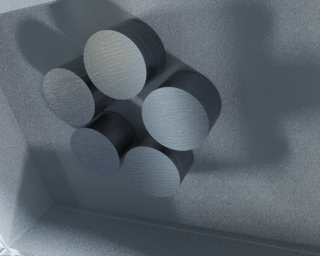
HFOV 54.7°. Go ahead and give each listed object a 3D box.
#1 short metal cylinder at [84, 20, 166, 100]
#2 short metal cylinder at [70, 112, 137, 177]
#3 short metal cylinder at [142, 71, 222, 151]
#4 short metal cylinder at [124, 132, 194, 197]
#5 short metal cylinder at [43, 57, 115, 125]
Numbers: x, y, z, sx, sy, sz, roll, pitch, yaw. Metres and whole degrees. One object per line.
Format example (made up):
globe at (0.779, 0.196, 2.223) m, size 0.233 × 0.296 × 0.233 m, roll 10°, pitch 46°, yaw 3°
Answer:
short metal cylinder at (-0.041, -0.080, 0.362) m, size 0.080 × 0.050 × 0.079 m, roll 13°, pitch 124°, yaw 21°
short metal cylinder at (-0.080, 0.023, 0.446) m, size 0.080 × 0.050 × 0.079 m, roll 13°, pitch 124°, yaw 21°
short metal cylinder at (0.026, -0.020, 0.364) m, size 0.080 × 0.050 × 0.079 m, roll 13°, pitch 124°, yaw 21°
short metal cylinder at (-0.001, 0.046, 0.419) m, size 0.080 × 0.050 × 0.079 m, roll 13°, pitch 124°, yaw 21°
short metal cylinder at (-0.107, -0.050, 0.415) m, size 0.080 × 0.050 × 0.079 m, roll 13°, pitch 124°, yaw 21°
